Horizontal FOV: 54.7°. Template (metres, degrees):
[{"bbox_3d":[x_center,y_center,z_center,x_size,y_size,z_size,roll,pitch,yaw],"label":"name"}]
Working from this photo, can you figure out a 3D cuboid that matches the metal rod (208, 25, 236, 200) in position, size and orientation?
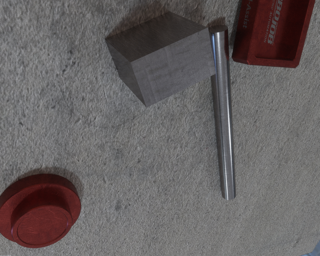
[{"bbox_3d":[0.095,-0.001,0.458,0.025,0.025,0.298,-23,127,-14],"label":"metal rod"}]

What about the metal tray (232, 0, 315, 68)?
[{"bbox_3d":[0.143,-0.142,0.380,0.091,0.030,0.129,-2,110,-28],"label":"metal tray"}]

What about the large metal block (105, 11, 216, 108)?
[{"bbox_3d":[-0.001,-0.075,0.324,0.080,0.080,0.050,-27,128,-11],"label":"large metal block"}]

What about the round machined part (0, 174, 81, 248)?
[{"bbox_3d":[-0.147,0.108,0.383,0.099,0.042,0.097,-14,124,-21],"label":"round machined part"}]
